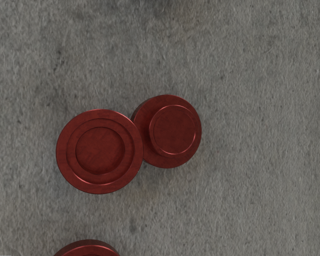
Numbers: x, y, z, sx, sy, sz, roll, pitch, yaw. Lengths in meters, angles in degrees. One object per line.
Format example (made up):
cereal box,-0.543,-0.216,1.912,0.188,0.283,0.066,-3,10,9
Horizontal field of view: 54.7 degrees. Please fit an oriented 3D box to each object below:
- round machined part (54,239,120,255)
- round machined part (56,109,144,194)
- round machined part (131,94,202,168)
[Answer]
round machined part,-0.090,0.181,0.368,0.099,0.042,0.097,0,90,-20
round machined part,-0.072,0.027,0.371,0.099,0.042,0.097,0,91,-15
round machined part,0.012,0.005,0.405,0.099,0.042,0.097,0,90,-21
